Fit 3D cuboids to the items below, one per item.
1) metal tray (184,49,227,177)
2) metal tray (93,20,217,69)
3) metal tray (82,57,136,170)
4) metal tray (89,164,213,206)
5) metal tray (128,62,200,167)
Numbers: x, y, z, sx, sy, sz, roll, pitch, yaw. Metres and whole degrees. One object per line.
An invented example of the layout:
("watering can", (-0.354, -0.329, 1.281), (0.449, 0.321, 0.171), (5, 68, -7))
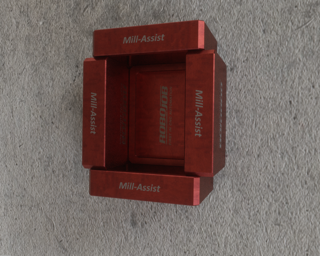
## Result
("metal tray", (0.055, -0.015, 0.355), (0.030, 0.090, 0.129), (1, 90, 20))
("metal tray", (-0.003, -0.096, 0.375), (0.130, 0.090, 0.030), (1, 91, 19))
("metal tray", (-0.060, -0.017, 0.395), (0.030, 0.090, 0.129), (1, 90, 20))
("metal tray", (-0.007, 0.063, 0.377), (0.130, 0.090, 0.030), (1, 91, 19))
("metal tray", (0.007, -0.017, 0.404), (0.090, 0.030, 0.129), (1, 90, 19))
